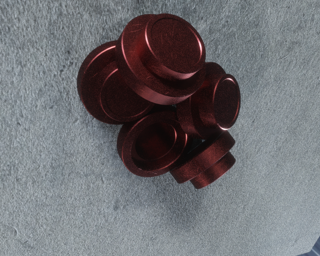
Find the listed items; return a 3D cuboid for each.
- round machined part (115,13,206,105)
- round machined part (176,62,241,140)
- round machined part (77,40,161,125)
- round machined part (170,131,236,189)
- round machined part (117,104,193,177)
[{"bbox_3d":[0.007,-0.077,0.318,0.099,0.098,0.042,1,160,-29],"label":"round machined part"},{"bbox_3d":[0.067,-0.033,0.387,0.099,0.042,0.097,-8,101,-49],"label":"round machined part"},{"bbox_3d":[-0.040,-0.046,0.350,0.099,0.042,0.097,-14,125,-21],"label":"round machined part"},{"bbox_3d":[0.065,0.047,0.428,0.098,0.098,0.042,-37,89,-4],"label":"round machined part"},{"bbox_3d":[-0.009,0.012,0.401,0.099,0.042,0.097,-14,125,-21],"label":"round machined part"}]
